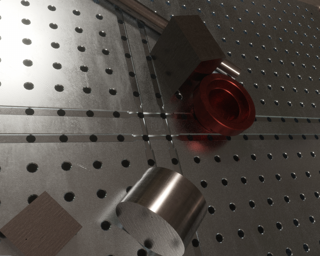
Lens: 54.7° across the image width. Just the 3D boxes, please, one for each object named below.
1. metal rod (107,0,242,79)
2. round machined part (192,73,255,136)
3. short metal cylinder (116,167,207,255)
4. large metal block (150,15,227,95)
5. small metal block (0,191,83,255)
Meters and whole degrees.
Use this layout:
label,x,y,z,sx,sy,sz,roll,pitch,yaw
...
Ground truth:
label,x,y,z,sx,sy,sz,roll,pitch,yaw
metal rod,0.006,-0.168,0.515,0.301,0.025,0.025,30,52,-9
round machined part,0.091,-0.031,0.467,0.099,0.042,0.098,14,57,-22
short metal cylinder,0.002,0.087,0.322,0.080,0.080,0.050,42,51,0
large metal block,0.039,-0.108,0.462,0.050,0.080,0.080,-17,71,-35
small metal block,-0.111,0.097,0.290,0.050,0.025,0.050,44,51,2
